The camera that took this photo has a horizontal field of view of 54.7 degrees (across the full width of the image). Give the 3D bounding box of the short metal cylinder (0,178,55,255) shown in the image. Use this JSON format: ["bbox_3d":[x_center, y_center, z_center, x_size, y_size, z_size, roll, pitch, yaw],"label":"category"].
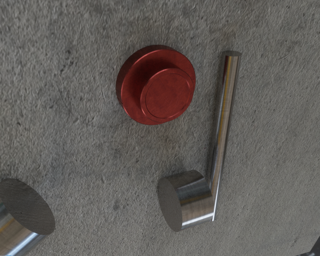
[{"bbox_3d":[-0.165,0.103,0.345,0.050,0.080,0.080,-41,130,0],"label":"short metal cylinder"}]

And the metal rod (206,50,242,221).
[{"bbox_3d":[0.090,0.031,0.477,0.025,0.025,0.298,-13,124,-22],"label":"metal rod"}]

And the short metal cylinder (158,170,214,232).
[{"bbox_3d":[0.036,0.107,0.459,0.050,0.080,0.079,-11,123,-23],"label":"short metal cylinder"}]

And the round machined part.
[{"bbox_3d":[0.001,-0.045,0.370,0.099,0.042,0.097,-14,125,-21],"label":"round machined part"}]
